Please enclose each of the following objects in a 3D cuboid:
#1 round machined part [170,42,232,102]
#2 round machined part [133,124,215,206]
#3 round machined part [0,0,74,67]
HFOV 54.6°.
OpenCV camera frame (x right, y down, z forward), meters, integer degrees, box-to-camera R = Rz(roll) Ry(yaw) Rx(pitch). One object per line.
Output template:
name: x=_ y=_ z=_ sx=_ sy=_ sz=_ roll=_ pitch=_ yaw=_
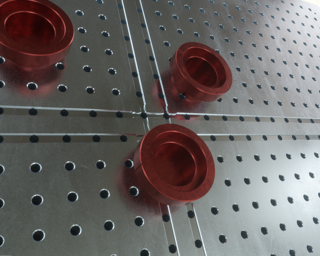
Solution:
round machined part: x=0.059 y=-0.081 z=0.478 sx=0.099 sy=0.042 sz=0.098 roll=13 pitch=56 yaw=-21
round machined part: x=0.014 y=0.047 z=0.376 sx=0.099 sy=0.042 sz=0.098 roll=13 pitch=56 yaw=-21
round machined part: x=-0.160 y=-0.114 z=0.381 sx=0.099 sy=0.042 sz=0.098 roll=13 pitch=56 yaw=-21
